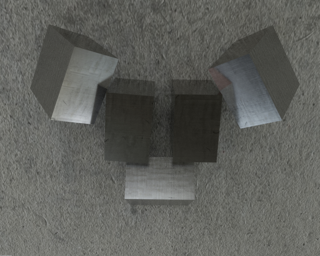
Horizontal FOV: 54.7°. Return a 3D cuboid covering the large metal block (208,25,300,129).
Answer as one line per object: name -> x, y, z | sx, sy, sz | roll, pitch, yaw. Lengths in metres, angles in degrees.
large metal block -> 0.111, -0.058, 0.355 | 0.050, 0.080, 0.080 | -15, 114, 45

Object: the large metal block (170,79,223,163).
large metal block -> 0.040, -0.012, 0.378 | 0.050, 0.080, 0.079 | 1, 110, -1

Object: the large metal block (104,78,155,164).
large metal block -> -0.035, -0.012, 0.377 | 0.050, 0.080, 0.079 | 5, 110, -2

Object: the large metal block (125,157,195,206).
large metal block -> 0.000, 0.071, 0.401 | 0.081, 0.080, 0.050 | 1, 71, -1

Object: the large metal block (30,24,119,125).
large metal block -> -0.100, -0.060, 0.349 | 0.050, 0.080, 0.079 | 7, 115, -42
